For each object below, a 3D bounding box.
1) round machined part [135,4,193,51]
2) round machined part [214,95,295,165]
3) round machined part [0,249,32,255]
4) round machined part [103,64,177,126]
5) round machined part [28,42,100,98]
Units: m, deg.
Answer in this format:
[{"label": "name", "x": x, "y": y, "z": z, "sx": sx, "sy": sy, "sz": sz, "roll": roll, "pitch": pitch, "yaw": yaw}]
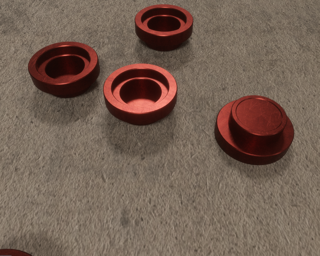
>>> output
[{"label": "round machined part", "x": 0.007, "y": -0.170, "z": 0.535, "sx": 0.099, "sy": 0.042, "sz": 0.098, "roll": 0, "pitch": 50, "yaw": 0}, {"label": "round machined part", "x": 0.122, "y": -0.004, "z": 0.397, "sx": 0.099, "sy": 0.042, "sz": 0.098, "roll": 0, "pitch": 50, "yaw": 0}, {"label": "round machined part", "x": -0.135, "y": 0.157, "z": 0.258, "sx": 0.099, "sy": 0.042, "sz": 0.098, "roll": 0, "pitch": 50, "yaw": 0}, {"label": "round machined part", "x": -0.026, "y": -0.042, "z": 0.427, "sx": 0.099, "sy": 0.042, "sz": 0.098, "roll": 0, "pitch": 50, "yaw": 0}, {"label": "round machined part", "x": -0.138, "y": -0.082, "z": 0.460, "sx": 0.099, "sy": 0.042, "sz": 0.098, "roll": 0, "pitch": 50, "yaw": 0}]
